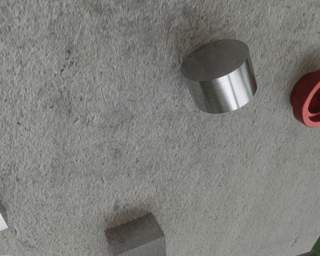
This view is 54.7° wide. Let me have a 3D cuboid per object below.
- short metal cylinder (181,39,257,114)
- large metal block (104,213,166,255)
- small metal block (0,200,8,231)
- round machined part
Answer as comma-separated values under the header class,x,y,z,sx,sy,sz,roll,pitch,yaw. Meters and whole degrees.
class,x,y,z,sx,sy,sz,roll,pitch,yaw
short metal cylinder,0.071,-0.063,0.373,0.080,0.080,0.050,-34,129,-7
large metal block,-0.037,0.193,0.492,0.081,0.050,0.079,-16,125,-20
small metal block,-0.210,0.099,0.354,0.050,0.025,0.050,-18,126,-18
round machined part,0.254,-0.053,0.505,0.099,0.042,0.097,-14,125,-21
